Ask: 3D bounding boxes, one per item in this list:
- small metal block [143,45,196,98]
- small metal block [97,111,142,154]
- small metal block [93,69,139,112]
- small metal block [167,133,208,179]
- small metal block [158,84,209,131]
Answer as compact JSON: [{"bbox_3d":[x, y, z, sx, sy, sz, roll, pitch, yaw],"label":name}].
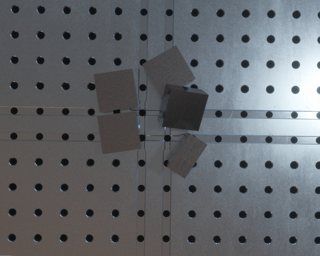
[{"bbox_3d":[0.012,-0.074,0.414,0.050,0.025,0.050,-30,90,-1],"label":"small metal block"},{"bbox_3d":[-0.053,0.006,0.413,0.050,0.025,0.050,-8,90,-1],"label":"small metal block"},{"bbox_3d":[-0.057,-0.049,0.413,0.050,0.025,0.050,-9,90,-1],"label":"small metal block"},{"bbox_3d":[0.033,0.034,0.401,0.025,0.050,0.050,33,90,-1],"label":"small metal block"},{"bbox_3d":[0.029,-0.026,0.400,0.050,0.025,0.050,7,111,-17],"label":"small metal block"}]
